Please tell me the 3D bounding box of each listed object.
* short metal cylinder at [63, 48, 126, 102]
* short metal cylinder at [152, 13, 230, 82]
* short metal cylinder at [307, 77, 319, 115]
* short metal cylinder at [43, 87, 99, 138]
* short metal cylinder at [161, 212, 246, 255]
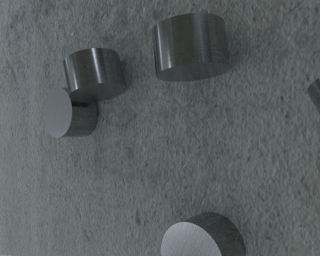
[{"bbox_3d":[-0.093,-0.073,0.443,0.080,0.081,0.050,-20,78,38],"label":"short metal cylinder"},{"bbox_3d":[0.033,-0.085,0.340,0.080,0.081,0.050,-9,85,39],"label":"short metal cylinder"},{"bbox_3d":[0.163,-0.025,0.234,0.080,0.081,0.050,-33,70,35],"label":"short metal cylinder"},{"bbox_3d":[-0.146,-0.025,0.506,0.080,0.050,0.079,0,90,39],"label":"short metal cylinder"},{"bbox_3d":[0.048,0.140,0.348,0.080,0.050,0.079,0,90,39],"label":"short metal cylinder"}]
